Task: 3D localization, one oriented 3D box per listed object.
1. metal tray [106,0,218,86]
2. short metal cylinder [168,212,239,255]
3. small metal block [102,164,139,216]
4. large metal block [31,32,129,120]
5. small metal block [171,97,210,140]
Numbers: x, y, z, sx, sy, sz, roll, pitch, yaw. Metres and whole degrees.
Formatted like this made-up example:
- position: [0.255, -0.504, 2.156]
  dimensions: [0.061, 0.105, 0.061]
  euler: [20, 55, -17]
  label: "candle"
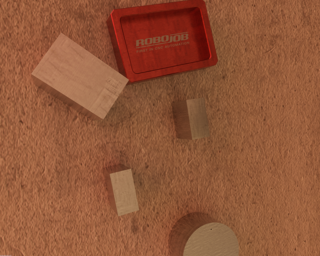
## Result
- position: [0.005, -0.114, 0.407]
  dimensions: [0.131, 0.030, 0.089]
  euler: [-15, 95, -20]
  label: "metal tray"
- position: [0.058, 0.160, 0.417]
  dimensions: [0.081, 0.050, 0.079]
  euler: [0, 90, -20]
  label: "short metal cylinder"
- position: [-0.049, 0.073, 0.378]
  dimensions: [0.025, 0.050, 0.050]
  euler: [-12, 94, -20]
  label: "small metal block"
- position: [-0.091, -0.051, 0.346]
  dimensions: [0.080, 0.080, 0.050]
  euler: [34, 79, -17]
  label: "large metal block"
- position: [0.039, -0.012, 0.410]
  dimensions: [0.025, 0.050, 0.050]
  euler: [-10, 94, -20]
  label: "small metal block"
